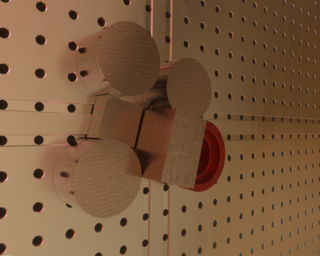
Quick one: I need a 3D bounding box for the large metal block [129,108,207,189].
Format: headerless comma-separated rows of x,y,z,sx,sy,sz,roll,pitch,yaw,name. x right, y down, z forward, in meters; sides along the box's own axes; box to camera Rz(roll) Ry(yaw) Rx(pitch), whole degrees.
0.002,0.023,0.371,0.050,0.080,0.080,20,77,-38,large metal block

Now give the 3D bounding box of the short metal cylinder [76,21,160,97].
-0.047,-0.075,0.353,0.081,0.050,0.080,0,90,-40,short metal cylinder

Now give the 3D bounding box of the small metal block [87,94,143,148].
-0.052,-0.007,0.365,0.050,0.025,0.050,19,78,-38,small metal block

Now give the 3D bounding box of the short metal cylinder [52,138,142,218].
-0.067,0.052,0.336,0.081,0.050,0.080,0,90,-40,short metal cylinder

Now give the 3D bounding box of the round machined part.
0.044,0.037,0.435,0.099,0.042,0.097,0,90,-40,round machined part

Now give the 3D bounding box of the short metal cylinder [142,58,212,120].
0.023,-0.049,0.411,0.081,0.050,0.080,0,90,-40,short metal cylinder
